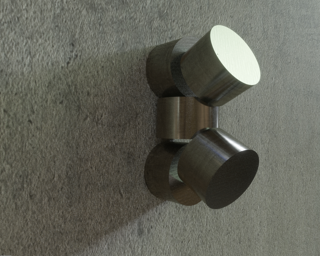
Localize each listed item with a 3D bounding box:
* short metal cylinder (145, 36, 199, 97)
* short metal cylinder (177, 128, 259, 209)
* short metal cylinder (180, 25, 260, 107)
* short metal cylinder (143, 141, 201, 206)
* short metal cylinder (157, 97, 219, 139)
[{"bbox_3d":[0.027,-0.077,0.413,0.081,0.050,0.080,0,90,-40],"label":"short metal cylinder"},{"bbox_3d":[0.068,0.046,0.360,0.081,0.050,0.079,-21,129,-27],"label":"short metal cylinder"},{"bbox_3d":[0.071,-0.072,0.365,0.080,0.050,0.080,21,52,-30],"label":"short metal cylinder"},{"bbox_3d":[0.025,0.058,0.411,0.081,0.050,0.080,0,90,-40],"label":"short metal cylinder"},{"bbox_3d":[0.036,-0.011,0.401,0.081,0.080,0.050,2,89,-40],"label":"short metal cylinder"}]
